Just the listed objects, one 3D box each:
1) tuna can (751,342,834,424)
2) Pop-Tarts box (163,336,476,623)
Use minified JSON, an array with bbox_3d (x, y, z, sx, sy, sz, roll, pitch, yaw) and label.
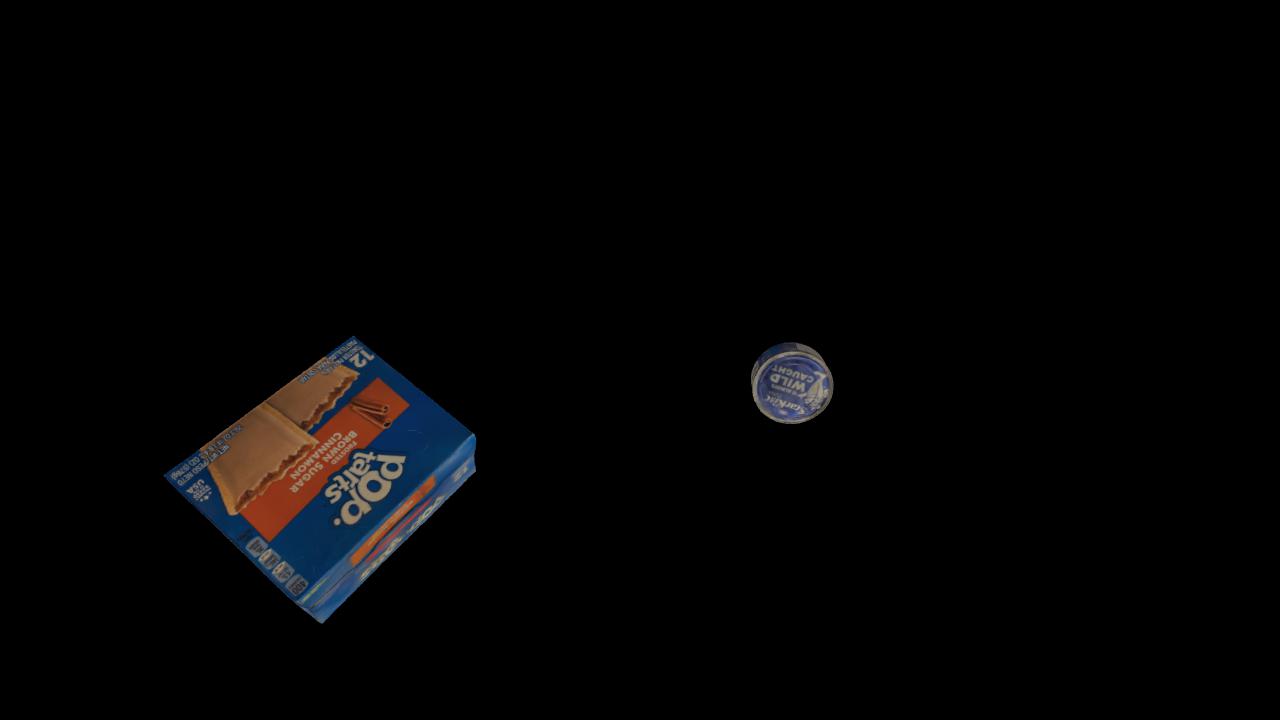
[{"bbox_3d":[0.161,0.024,0.660,0.084,0.084,0.034,0,21,5],"label":"tuna can"},{"bbox_3d":[-0.242,0.090,0.494,0.141,0.167,0.083,37,-31,10],"label":"Pop-Tarts box"}]
